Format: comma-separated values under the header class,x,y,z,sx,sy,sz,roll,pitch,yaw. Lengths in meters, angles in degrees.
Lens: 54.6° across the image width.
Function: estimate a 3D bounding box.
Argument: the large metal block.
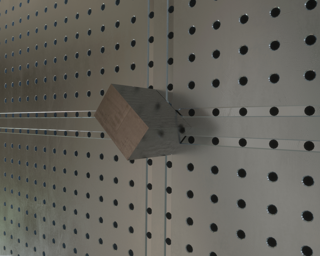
class,x,y,z,sx,sy,sz,roll,pitch,yaw
large metal block,-0.022,-0.008,0.392,0.080,0.081,0.050,49,119,28
